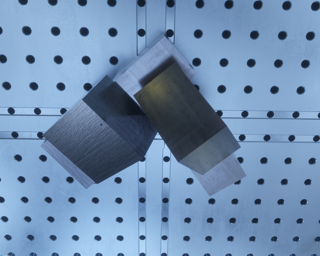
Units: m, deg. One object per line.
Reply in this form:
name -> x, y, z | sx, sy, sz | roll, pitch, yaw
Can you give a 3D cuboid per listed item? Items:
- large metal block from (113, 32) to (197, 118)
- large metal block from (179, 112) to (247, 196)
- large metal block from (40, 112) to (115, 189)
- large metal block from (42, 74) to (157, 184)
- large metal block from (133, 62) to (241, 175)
large metal block -> -0.009, -0.063, 0.359 | 0.080, 0.080, 0.050 | -40, 106, 13
large metal block -> 0.058, 0.024, 0.392 | 0.050, 0.080, 0.080 | -32, 107, 11
large metal block -> -0.090, 0.018, 0.405 | 0.080, 0.050, 0.080 | -38, 106, 12
large metal block -> -0.062, 0.004, 0.331 | 0.080, 0.050, 0.080 | -32, 109, 37
large metal block -> 0.029, -0.005, 0.307 | 0.050, 0.080, 0.080 | -38, 64, 8
